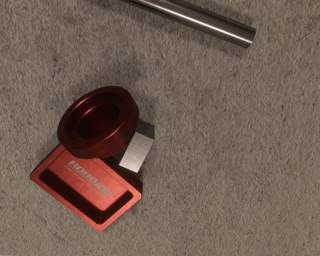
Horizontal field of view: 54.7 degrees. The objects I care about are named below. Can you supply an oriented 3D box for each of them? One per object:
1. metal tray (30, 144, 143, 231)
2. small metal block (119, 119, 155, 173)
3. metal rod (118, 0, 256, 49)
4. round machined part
[{"bbox_3d":[-0.099,0.074,0.433,0.090,0.030,0.130,-43,105,14],"label":"metal tray"},{"bbox_3d":[-0.029,0.022,0.404,0.025,0.050,0.050,25,108,-10],"label":"small metal block"},{"bbox_3d":[-0.033,-0.154,0.352,0.302,0.025,0.025,18,109,-7],"label":"metal rod"},{"bbox_3d":[-0.070,-0.002,0.375,0.098,0.098,0.042,-22,134,7],"label":"round machined part"}]
